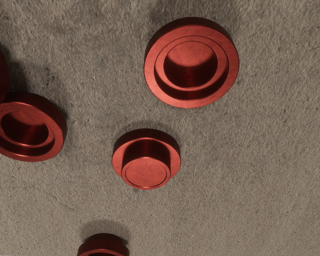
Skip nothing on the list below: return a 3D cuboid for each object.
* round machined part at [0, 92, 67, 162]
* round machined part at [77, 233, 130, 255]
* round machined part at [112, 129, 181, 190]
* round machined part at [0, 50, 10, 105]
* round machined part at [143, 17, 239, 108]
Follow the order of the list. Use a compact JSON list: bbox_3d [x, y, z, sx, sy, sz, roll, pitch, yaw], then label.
[{"bbox_3d":[-0.166,-0.005,0.389,0.099,0.042,0.097,-1,131,0],"label":"round machined part"},{"bbox_3d":[-0.108,0.240,0.599,0.099,0.042,0.097,-1,130,0],"label":"round machined part"},{"bbox_3d":[-0.019,0.051,0.439,0.099,0.042,0.097,-1,130,0],"label":"round machined part"},{"bbox_3d":[-0.205,-0.060,0.327,0.099,0.042,0.097,2,108,7],"label":"round machined part"},{"bbox_3d":[0.032,-0.072,0.335,0.099,0.042,0.097,-1,130,0],"label":"round machined part"}]
